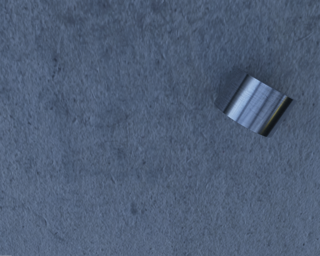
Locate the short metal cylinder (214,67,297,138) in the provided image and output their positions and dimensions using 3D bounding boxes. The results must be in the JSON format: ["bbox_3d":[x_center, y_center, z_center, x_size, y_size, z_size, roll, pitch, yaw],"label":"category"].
[{"bbox_3d":[0.113,-0.032,0.371,0.080,0.080,0.050,26,108,-10],"label":"short metal cylinder"}]
